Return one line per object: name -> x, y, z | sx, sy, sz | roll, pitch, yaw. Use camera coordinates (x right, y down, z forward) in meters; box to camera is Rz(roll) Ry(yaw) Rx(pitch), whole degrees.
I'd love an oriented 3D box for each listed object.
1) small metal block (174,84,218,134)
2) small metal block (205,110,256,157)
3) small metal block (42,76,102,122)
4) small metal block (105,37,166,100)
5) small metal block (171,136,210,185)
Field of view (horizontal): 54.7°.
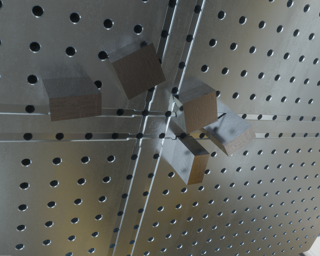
small metal block -> 0.050, -0.026, 0.424 | 0.050, 0.025, 0.050 | -23, 127, -15
small metal block -> 0.104, 0.007, 0.459 | 0.050, 0.050, 0.025 | -35, 129, -5
small metal block -> -0.093, -0.032, 0.325 | 0.050, 0.050, 0.025 | -8, 122, -24
small metal block -> -0.027, -0.068, 0.355 | 0.050, 0.025, 0.050 | -30, 129, -10
small metal block -> 0.043, 0.046, 0.449 | 0.025, 0.050, 0.050 | -4, 121, -27
